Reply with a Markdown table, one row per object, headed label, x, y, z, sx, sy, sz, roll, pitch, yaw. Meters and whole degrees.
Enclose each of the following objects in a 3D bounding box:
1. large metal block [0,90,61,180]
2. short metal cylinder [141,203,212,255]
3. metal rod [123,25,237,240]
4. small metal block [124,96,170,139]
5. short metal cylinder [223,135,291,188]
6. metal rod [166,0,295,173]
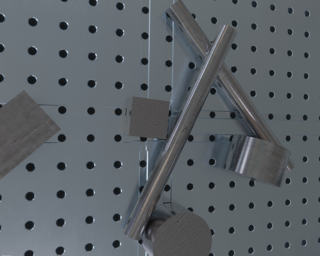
| label | x | y | z | sx | sy | sz | roll | pitch | yaw |
| --- | --- | --- | --- | --- | --- | --- | --- | --- | --- |
| large metal block | -0.155 | 0.009 | 0.326 | 0.080 | 0.080 | 0.050 | -43 | 104 | -15 |
| short metal cylinder | 0.020 | 0.144 | 0.407 | 0.081 | 0.050 | 0.079 | 0 | 91 | -21 |
| metal rod | 0.028 | 0.004 | 0.407 | 0.025 | 0.025 | 0.299 | 26 | 87 | -18 |
| small metal block | -0.017 | -0.012 | 0.406 | 0.050 | 0.025 | 0.050 | 6 | 88 | -20 |
| short metal cylinder | 0.135 | 0.047 | 0.433 | 0.080 | 0.080 | 0.050 | 21 | 83 | -19 |
| metal rod | 0.109 | -0.052 | 0.452 | 0.025 | 0.025 | 0.300 | -42 | 104 | -15 |
